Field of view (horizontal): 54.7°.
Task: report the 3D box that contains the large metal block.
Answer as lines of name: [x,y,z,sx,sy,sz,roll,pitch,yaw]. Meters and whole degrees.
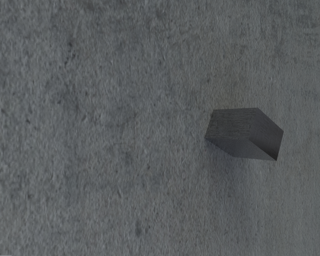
large metal block: [0.131,0.010,0.482,0.080,0.080,0.050,32,70,-36]
